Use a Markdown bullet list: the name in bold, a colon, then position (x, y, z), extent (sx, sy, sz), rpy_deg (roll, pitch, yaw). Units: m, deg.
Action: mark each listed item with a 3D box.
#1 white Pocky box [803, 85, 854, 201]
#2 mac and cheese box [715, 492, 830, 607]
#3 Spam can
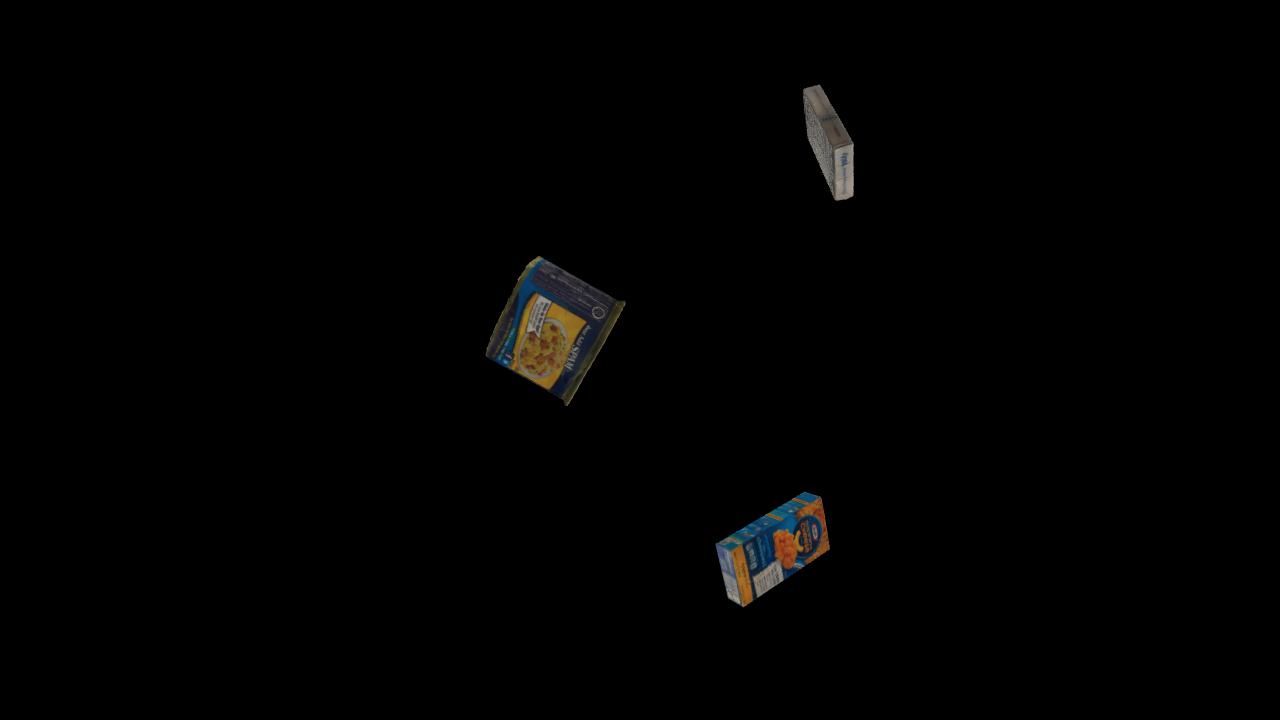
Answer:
- **white Pocky box**: position (0.252, -0.294, 0.825), extent (0.028, 0.154, 0.084), rpy_deg (-13, -41, 10)
- **mac and cheese box**: position (0.199, 0.274, 0.903), extent (0.184, 0.093, 0.041), rpy_deg (-21, 13, -29)
- **Spam can**: position (-0.074, -0.025, 0.525), extent (0.085, 0.101, 0.058), rpy_deg (29, 28, -5)
